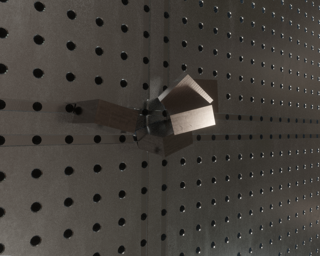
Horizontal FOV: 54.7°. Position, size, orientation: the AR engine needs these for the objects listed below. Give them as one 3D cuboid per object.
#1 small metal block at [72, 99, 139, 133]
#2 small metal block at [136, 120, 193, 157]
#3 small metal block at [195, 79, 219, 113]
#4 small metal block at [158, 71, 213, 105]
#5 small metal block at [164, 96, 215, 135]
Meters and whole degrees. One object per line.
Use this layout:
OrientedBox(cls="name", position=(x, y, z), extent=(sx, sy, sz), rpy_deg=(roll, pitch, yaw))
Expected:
OrientedBox(cls="small metal block", position=(-0.061, -0.012, 0.343), extent=(0.050, 0.050, 0.025), rpy_deg=(16, 80, -39))
OrientedBox(cls="small metal block", position=(0.006, 0.012, 0.398), extent=(0.050, 0.050, 0.025), rpy_deg=(-22, 114, -38))
OrientedBox(cls="small metal block", position=(0.061, -0.046, 0.462), extent=(0.050, 0.025, 0.050), rpy_deg=(-5, 94, -40))
OrientedBox(cls="small metal block", position=(0.034, -0.039, 0.418), extent=(0.050, 0.025, 0.050), rpy_deg=(-45, 109, 8))
OrientedBox(cls="small metal block", position=(0.036, -0.017, 0.386), extent=(0.050, 0.050, 0.025), rpy_deg=(-14, 110, -3))
